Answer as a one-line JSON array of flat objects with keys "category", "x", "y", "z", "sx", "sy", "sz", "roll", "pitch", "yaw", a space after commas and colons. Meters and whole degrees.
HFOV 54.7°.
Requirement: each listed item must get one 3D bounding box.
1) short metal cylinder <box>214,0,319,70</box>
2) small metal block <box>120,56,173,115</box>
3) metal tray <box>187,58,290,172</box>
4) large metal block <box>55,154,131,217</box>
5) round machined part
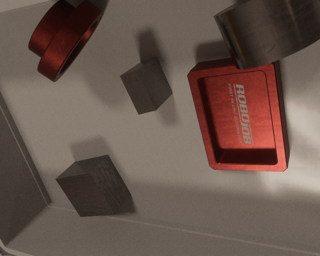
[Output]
[{"category": "short metal cylinder", "x": 0.094, "y": -0.092, "z": 0.267, "sx": 0.080, "sy": 0.080, "sz": 0.050, "roll": -17, "pitch": 110, "yaw": 34}, {"category": "small metal block", "x": -0.014, "y": -0.051, "z": 0.367, "sx": 0.025, "sy": 0.050, "sz": 0.050, "roll": -12, "pitch": 112, "yaw": 33}, {"category": "metal tray", "x": 0.091, "y": -0.013, "z": 0.348, "sx": 0.090, "sy": 0.030, "sz": 0.129, "roll": -3, "pitch": 117, "yaw": 29}, {"category": "large metal block", "x": -0.108, "y": 0.096, "z": 0.507, "sx": 0.080, "sy": 0.050, "sz": 0.080, "roll": -14, "pitch": 111, "yaw": 33}, {"category": "round machined part", "x": -0.110, "y": -0.104, "z": 0.349, "sx": 0.042, "sy": 0.098, "sz": 0.098, "roll": 35, "pitch": 130, "yaw": -15}]
